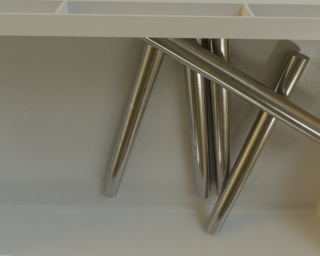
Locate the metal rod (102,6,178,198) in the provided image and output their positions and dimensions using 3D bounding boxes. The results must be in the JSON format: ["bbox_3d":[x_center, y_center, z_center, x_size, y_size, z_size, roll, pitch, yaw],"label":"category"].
[{"bbox_3d":[-0.037,-0.008,0.401,0.025,0.025,0.298,13,129,-11],"label":"metal rod"}]

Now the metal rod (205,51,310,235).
[{"bbox_3d":[0.119,0.041,0.421,0.025,0.025,0.298,10,123,-9],"label":"metal rod"}]

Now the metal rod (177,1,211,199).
[{"bbox_3d":[0.050,-0.009,0.401,0.025,0.025,0.298,-6,130,5],"label":"metal rod"}]

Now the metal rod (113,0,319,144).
[{"bbox_3d":[0.091,-0.044,0.332,0.301,0.025,0.025,26,125,-18],"label":"metal rod"}]

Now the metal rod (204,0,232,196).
[{"bbox_3d":[0.079,-0.009,0.401,0.025,0.025,0.298,-7,130,6],"label":"metal rod"}]
